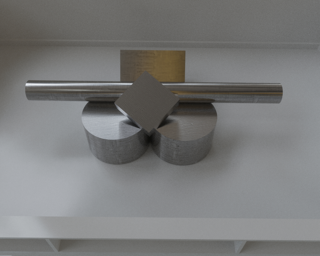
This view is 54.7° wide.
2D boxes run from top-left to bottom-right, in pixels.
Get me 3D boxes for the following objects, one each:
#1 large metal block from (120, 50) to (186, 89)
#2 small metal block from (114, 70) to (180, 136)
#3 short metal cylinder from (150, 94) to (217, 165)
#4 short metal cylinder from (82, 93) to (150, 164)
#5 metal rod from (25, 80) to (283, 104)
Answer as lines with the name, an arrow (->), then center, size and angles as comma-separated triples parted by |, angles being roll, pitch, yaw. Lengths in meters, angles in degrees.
large metal block -> -0.009, -0.076, 0.424 | 0.081, 0.050, 0.080 | 1, 7, 0
small metal block -> -0.014, -0.027, 0.347 | 0.050, 0.025, 0.050 | 41, 81, 7
short metal cylinder -> 0.028, 0.000, 0.388 | 0.081, 0.050, 0.080 | 0, 50, 0
short metal cylinder -> -0.053, -0.002, 0.388 | 0.081, 0.050, 0.080 | 0, 50, 0
metal rod -> -0.007, -0.044, 0.375 | 0.302, 0.025, 0.025 | 1, 50, 0
